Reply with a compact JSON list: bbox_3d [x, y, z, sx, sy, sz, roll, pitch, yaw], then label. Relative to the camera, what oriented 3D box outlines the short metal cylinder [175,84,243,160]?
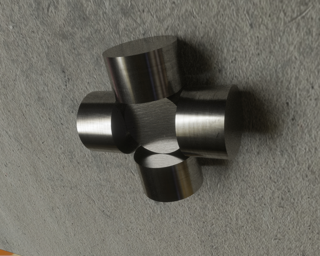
[{"bbox_3d":[0.056,-0.007,0.338,0.050,0.080,0.079,2,119,27],"label":"short metal cylinder"}]

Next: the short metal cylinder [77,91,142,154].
[{"bbox_3d":[-0.060,-0.008,0.398,0.050,0.080,0.079,2,119,27],"label":"short metal cylinder"}]

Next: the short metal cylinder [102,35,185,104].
[{"bbox_3d":[-0.017,-0.066,0.339,0.080,0.080,0.050,2,120,27],"label":"short metal cylinder"}]

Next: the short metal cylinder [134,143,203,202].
[{"bbox_3d":[0.012,0.049,0.395,0.080,0.080,0.050,1,118,27],"label":"short metal cylinder"}]

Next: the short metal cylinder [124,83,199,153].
[{"bbox_3d":[0.004,-0.016,0.379,0.080,0.050,0.079,13,124,20],"label":"short metal cylinder"}]
